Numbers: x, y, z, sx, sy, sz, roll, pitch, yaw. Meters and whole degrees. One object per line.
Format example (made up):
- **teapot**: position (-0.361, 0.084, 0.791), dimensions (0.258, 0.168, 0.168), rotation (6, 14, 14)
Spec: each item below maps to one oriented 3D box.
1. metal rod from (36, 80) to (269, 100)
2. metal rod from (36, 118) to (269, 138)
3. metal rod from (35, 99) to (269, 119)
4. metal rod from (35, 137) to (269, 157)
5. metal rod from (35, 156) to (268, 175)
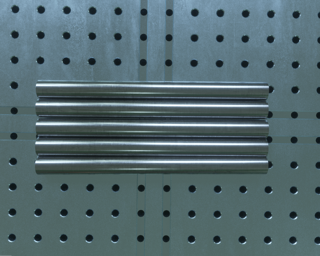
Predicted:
- **metal rod**: position (-0.009, -0.050, 0.413), dimensions (0.302, 0.025, 0.025), rotation (0, 90, -1)
- **metal rod**: position (-0.009, 0.001, 0.413), dimensions (0.302, 0.025, 0.025), rotation (0, 90, -1)
- **metal rod**: position (-0.010, -0.025, 0.413), dimensions (0.302, 0.025, 0.025), rotation (0, 90, -1)
- **metal rod**: position (-0.010, 0.026, 0.413), dimensions (0.302, 0.025, 0.025), rotation (0, 90, -1)
- **metal rod**: position (-0.010, 0.050, 0.413), dimensions (0.302, 0.025, 0.025), rotation (0, 90, -1)
